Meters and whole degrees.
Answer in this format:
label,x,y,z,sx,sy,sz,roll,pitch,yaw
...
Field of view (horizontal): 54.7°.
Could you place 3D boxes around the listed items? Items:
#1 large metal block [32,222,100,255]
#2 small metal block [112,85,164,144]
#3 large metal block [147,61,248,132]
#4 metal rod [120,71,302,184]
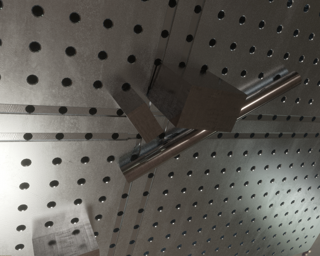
label,x,y,z,sx,sy,sz,roll,pitch,yaw
large metal block,-0.132,0.193,0.444,0.081,0.050,0.079,-11,123,-23
small metal block,-0.026,-0.017,0.372,0.025,0.050,0.050,-36,130,-5
large metal block,0.043,-0.038,0.377,0.081,0.080,0.050,5,116,-31
metal rod,0.081,-0.006,0.453,0.302,0.025,0.025,-29,129,-10
